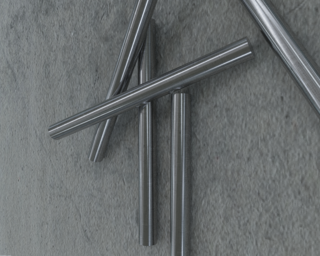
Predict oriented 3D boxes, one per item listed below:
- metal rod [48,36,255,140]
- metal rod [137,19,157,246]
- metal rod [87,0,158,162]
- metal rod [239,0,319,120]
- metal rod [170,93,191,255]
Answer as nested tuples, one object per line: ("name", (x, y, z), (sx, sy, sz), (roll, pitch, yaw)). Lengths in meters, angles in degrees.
("metal rod", (-0.030, -0.039, 0.393), (0.300, 0.025, 0.025), (-20, 77, 27))
("metal rod", (-0.017, 0.005, 0.416), (0.025, 0.025, 0.298), (-1, 90, 39))
("metal rod", (-0.050, -0.075, 0.416), (0.025, 0.025, 0.298), (42, 124, 31))
("metal rod", (0.104, -0.121, 0.318), (0.025, 0.025, 0.299), (-38, 67, 33))
("metal rod", (0.025, 0.108, 0.382), (0.025, 0.025, 0.298), (1, 90, 39))
